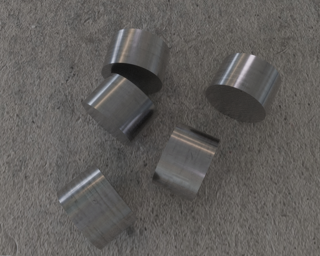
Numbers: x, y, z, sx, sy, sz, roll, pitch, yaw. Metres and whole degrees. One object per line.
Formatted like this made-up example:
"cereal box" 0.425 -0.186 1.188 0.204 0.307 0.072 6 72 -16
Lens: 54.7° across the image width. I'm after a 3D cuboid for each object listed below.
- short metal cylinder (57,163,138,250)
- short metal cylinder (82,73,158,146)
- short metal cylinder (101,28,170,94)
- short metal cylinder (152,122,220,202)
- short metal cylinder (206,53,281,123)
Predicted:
"short metal cylinder" -0.069 0.086 0.347 0.050 0.080 0.080 -38 75 -13
"short metal cylinder" -0.049 -0.022 0.386 0.080 0.080 0.050 37 74 12
"short metal cylinder" -0.031 -0.085 0.410 0.080 0.080 0.050 11 71 4
"short metal cylinder" 0.031 0.039 0.365 0.050 0.080 0.080 24 72 8
"short metal cylinder" 0.106 -0.050 0.398 0.080 0.080 0.050 28 73 9
